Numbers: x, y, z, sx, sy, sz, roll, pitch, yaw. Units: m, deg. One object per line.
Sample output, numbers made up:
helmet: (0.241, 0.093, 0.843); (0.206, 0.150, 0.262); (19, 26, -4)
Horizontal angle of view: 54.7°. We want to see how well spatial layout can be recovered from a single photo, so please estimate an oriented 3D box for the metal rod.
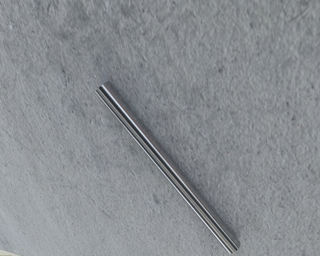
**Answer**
metal rod: (0.015, 0.060, 0.434); (0.025, 0.025, 0.300); (-32, 101, 38)
